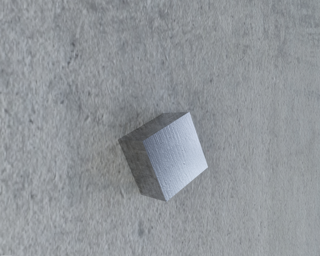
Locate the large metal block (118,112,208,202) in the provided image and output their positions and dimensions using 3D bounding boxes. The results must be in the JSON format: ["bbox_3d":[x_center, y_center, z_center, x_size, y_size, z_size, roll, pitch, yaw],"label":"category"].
[{"bbox_3d":[0.006,0.033,0.393,0.081,0.050,0.080,-32,110,-35],"label":"large metal block"}]
